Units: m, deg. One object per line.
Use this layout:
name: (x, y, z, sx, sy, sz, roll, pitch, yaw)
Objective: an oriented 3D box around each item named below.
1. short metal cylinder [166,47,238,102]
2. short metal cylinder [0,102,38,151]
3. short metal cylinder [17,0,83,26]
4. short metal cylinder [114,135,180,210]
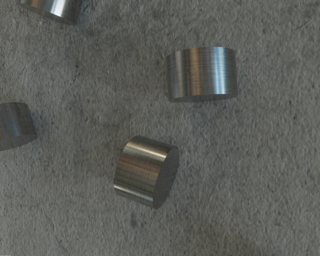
short metal cylinder: (0.049, -0.059, 0.362, 0.080, 0.080, 0.050, -4, 89, 19)
short metal cylinder: (-0.230, 0.000, 0.459, 0.080, 0.080, 0.050, -22, 83, 18)
short metal cylinder: (-0.150, -0.182, 0.431, 0.080, 0.080, 0.050, 20, 97, 18)
short metal cylinder: (-0.014, 0.054, 0.384, 0.050, 0.080, 0.079, 16, 95, 19)
